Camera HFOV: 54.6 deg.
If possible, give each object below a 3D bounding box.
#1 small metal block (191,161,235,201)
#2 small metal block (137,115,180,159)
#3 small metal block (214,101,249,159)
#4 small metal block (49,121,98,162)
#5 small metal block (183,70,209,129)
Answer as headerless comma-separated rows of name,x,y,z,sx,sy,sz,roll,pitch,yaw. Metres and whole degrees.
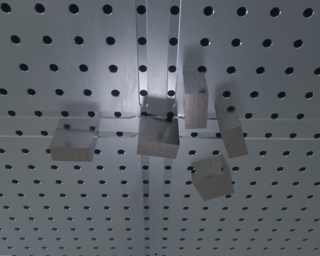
small metal block,0.082,0.084,0.483,0.050,0.025,0.050,-21,127,16
small metal block,-0.003,0.011,0.404,0.050,0.050,0.025,8,130,-7
small metal block,0.092,0.003,0.398,0.025,0.050,0.050,-16,128,13
small metal block,-0.112,0.017,0.409,0.050,0.050,0.025,2,130,-2
small metal block,0.041,-0.034,0.366,0.025,0.050,0.050,-2,130,2
